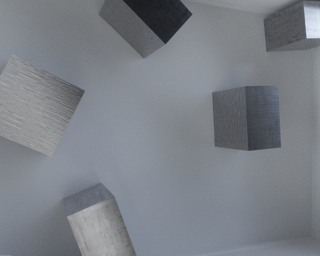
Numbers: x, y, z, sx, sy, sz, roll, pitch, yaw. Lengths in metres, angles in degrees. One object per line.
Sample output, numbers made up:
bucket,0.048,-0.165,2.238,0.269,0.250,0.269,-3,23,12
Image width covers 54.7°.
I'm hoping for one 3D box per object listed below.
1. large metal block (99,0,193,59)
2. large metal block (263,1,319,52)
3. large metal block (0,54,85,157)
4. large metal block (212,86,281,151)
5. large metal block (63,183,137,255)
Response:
large metal block,-0.021,-0.138,0.374,0.080,0.080,0.050,43,77,-15
large metal block,0.217,-0.149,0.463,0.081,0.080,0.050,-7,93,-20
large metal block,-0.141,-0.022,0.345,0.080,0.050,0.080,27,81,-18
large metal block,0.116,-0.013,0.426,0.050,0.080,0.079,-4,92,-20
large metal block,-0.071,0.116,0.356,0.050,0.080,0.080,-21,98,-19
